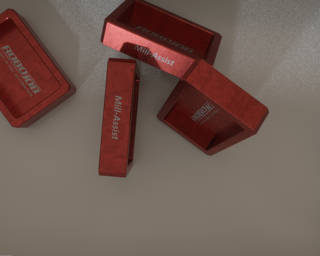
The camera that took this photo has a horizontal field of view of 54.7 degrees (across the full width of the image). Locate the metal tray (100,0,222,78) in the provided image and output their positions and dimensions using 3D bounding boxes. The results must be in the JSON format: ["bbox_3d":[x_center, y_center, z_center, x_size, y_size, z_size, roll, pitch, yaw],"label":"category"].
[{"bbox_3d":[0.006,-0.110,0.380,0.131,0.090,0.030,24,133,-1],"label":"metal tray"}]

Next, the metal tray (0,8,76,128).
[{"bbox_3d":[-0.186,-0.076,0.406,0.090,0.030,0.130,-36,90,-1],"label":"metal tray"}]

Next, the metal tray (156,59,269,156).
[{"bbox_3d":[0.052,-0.016,0.358,0.090,0.130,0.030,36,71,-1],"label":"metal tray"}]

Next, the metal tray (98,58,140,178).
[{"bbox_3d":[-0.047,-0.012,0.378,0.030,0.090,0.129,5,90,0],"label":"metal tray"}]
